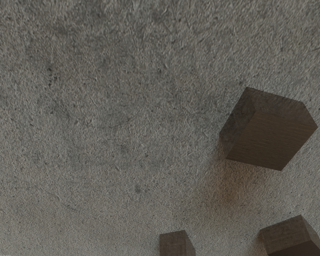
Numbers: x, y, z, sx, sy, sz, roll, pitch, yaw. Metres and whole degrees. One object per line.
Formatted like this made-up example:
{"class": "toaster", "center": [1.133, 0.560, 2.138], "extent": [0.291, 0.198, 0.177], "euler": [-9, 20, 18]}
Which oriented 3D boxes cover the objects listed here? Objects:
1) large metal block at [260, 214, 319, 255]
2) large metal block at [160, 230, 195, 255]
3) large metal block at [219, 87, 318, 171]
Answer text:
{"class": "large metal block", "center": [0.248, 0.214, 0.576], "extent": [0.080, 0.050, 0.080], "euler": [-31, 124, 23]}
{"class": "large metal block", "center": [0.036, 0.254, 0.588], "extent": [0.050, 0.080, 0.080], "euler": [-14, 129, 12]}
{"class": "large metal block", "center": [0.133, 0.003, 0.394], "extent": [0.081, 0.050, 0.079], "euler": [13, 129, -11]}
